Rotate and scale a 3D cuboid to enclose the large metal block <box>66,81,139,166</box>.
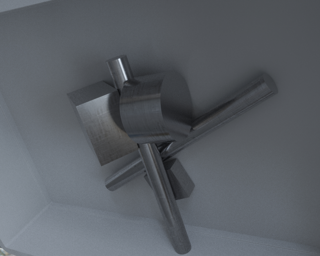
[{"bbox_3d":[-0.075,-0.009,0.398,0.080,0.050,0.080,34,145,61],"label":"large metal block"}]

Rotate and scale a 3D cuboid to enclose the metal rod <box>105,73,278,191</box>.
[{"bbox_3d":[0.017,0.022,0.409,0.025,0.025,0.299,49,128,-7],"label":"metal rod"}]

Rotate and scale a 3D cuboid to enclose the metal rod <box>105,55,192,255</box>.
[{"bbox_3d":[-0.007,0.052,0.408,0.025,0.025,0.298,-5,115,30],"label":"metal rod"}]

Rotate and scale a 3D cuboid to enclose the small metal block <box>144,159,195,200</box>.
[{"bbox_3d":[0.014,0.077,0.446,0.050,0.025,0.050,-23,106,36],"label":"small metal block"}]

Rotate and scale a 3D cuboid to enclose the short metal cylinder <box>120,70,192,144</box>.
[{"bbox_3d":[-0.002,-0.022,0.356,0.050,0.080,0.080,-5,116,29],"label":"short metal cylinder"}]
